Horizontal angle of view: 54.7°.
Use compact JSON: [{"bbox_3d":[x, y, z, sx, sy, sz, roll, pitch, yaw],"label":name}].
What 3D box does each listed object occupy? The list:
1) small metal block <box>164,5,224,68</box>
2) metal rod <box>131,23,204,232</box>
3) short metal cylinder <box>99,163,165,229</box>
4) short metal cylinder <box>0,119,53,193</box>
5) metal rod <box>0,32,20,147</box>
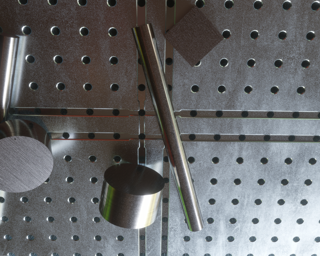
[{"bbox_3d":[0.040,-0.110,0.373,0.050,0.025,0.050,-42,105,13],"label":"small metal block"},{"bbox_3d":[0.016,0.013,0.418,0.025,0.025,0.298,-14,110,5],"label":"metal rod"},{"bbox_3d":[-0.038,0.089,0.416,0.081,0.080,0.050,11,110,-4],"label":"short metal cylinder"},{"bbox_3d":[-0.181,0.035,0.397,0.081,0.050,0.079,-10,118,-19],"label":"short metal cylinder"},{"bbox_3d":[-0.223,0.023,0.418,0.025,0.025,0.298,15,109,-6],"label":"metal rod"}]
